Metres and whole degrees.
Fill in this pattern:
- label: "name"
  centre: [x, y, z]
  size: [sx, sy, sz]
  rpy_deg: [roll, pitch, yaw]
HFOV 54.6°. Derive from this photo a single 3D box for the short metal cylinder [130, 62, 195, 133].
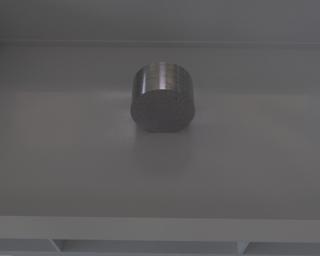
- label: "short metal cylinder"
  centre: [0.004, -0.038, 0.402]
  size: [0.080, 0.080, 0.050]
  rpy_deg: [0, 50, 0]
